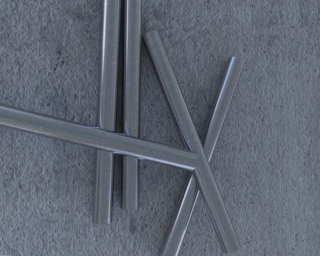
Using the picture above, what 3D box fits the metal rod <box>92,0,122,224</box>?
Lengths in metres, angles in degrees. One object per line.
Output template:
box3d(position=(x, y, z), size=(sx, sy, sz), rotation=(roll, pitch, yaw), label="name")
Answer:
box3d(position=(-0.065, -0.033, 0.385), size=(0.025, 0.025, 0.298), rotation=(3, 89, -20), label="metal rod")

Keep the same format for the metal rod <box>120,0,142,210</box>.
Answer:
box3d(position=(-0.037, -0.048, 0.396), size=(0.025, 0.025, 0.298), rotation=(1, 90, -20), label="metal rod")

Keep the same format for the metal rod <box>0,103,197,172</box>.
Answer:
box3d(position=(-0.102, 0.004, 0.350), size=(0.302, 0.025, 0.025), rotation=(15, 85, -12), label="metal rod")

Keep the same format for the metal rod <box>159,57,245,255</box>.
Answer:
box3d(position=(0.060, 0.041, 0.432), size=(0.025, 0.025, 0.299), rotation=(23, 82, -19), label="metal rod")

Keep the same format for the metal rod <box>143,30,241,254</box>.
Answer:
box3d(position=(0.040, 0.017, 0.404), size=(0.025, 0.025, 0.299), rotation=(-21, 89, -19), label="metal rod")
